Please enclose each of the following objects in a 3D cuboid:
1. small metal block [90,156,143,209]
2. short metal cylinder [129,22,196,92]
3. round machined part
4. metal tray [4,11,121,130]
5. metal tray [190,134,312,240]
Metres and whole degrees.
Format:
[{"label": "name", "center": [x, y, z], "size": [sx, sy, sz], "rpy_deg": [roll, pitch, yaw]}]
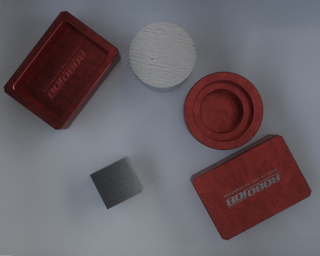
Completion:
[{"label": "small metal block", "center": [-0.057, 0.071, 0.411], "size": [0.050, 0.025, 0.050], "rpy_deg": [-27, 90, -1]}, {"label": "short metal cylinder", "center": [0.003, -0.089, 0.399], "size": [0.081, 0.050, 0.079], "rpy_deg": [0, 90, -1]}, {"label": "round machined part", "center": [0.079, -0.021, 0.404], "size": [0.099, 0.042, 0.097], "rpy_deg": [0, 90, -1]}, {"label": "metal tray", "center": [-0.126, -0.073, 0.407], "size": [0.090, 0.030, 0.130], "rpy_deg": [37, 90, -1]}, {"label": "metal tray", "center": [0.118, 0.076, 0.411], "size": [0.130, 0.030, 0.090], "rpy_deg": [-28, 90, -1]}]
